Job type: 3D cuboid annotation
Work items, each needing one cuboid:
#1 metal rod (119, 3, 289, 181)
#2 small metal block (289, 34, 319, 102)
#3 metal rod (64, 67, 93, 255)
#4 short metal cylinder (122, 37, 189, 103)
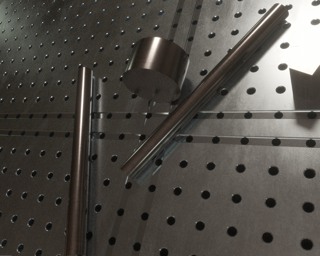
[{"bbox_3d":[0.061,-0.050,0.406,0.300,0.025,0.025,-46,52,-5],"label":"metal rod"},{"bbox_3d":[0.171,-0.066,0.343,0.025,0.050,0.050,31,79,37],"label":"small metal block"},{"bbox_3d":[-0.114,0.028,0.448,0.025,0.025,0.299,-18,55,17],"label":"metal rod"},{"bbox_3d":[-0.005,-0.077,0.421,0.080,0.080,0.050,3,63,29],"label":"short metal cylinder"}]
